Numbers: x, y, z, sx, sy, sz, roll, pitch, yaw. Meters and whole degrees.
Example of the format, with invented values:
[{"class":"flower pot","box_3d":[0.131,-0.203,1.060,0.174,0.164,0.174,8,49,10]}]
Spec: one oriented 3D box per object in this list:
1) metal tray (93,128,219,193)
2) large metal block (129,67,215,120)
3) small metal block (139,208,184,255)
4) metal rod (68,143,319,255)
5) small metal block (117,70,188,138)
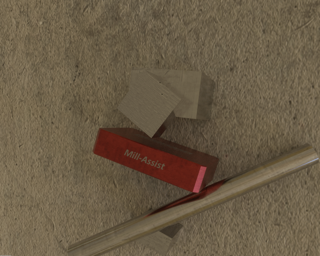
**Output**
[{"class":"metal tray","box_3d":[-0.002,0.033,0.374,0.130,0.090,0.030,19,96,18]},{"class":"large metal block","box_3d":[0.017,-0.039,0.373,0.080,0.080,0.050,8,93,19]},{"class":"small metal block","box_3d":[-0.004,0.131,0.396,0.050,0.050,0.025,24,98,18]},{"class":"metal rod","box_3d":[0.035,0.090,0.358,0.301,0.025,0.025,-24,82,3]},{"class":"small metal block","box_3d":[-0.008,-0.025,0.326,0.050,0.025,0.050,40,103,15]}]
